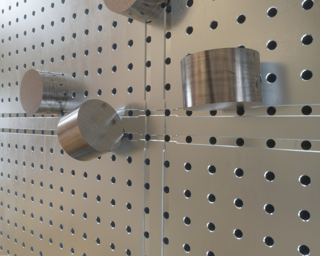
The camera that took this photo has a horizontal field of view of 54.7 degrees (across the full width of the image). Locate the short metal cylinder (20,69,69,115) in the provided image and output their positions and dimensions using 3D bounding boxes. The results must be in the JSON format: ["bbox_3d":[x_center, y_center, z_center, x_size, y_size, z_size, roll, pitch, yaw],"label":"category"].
[{"bbox_3d":[-0.211,-0.064,0.564,0.080,0.050,0.079,0,90,39],"label":"short metal cylinder"}]

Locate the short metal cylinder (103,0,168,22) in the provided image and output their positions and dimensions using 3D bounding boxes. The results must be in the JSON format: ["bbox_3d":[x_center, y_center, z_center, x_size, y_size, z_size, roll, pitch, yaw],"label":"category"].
[{"bbox_3d":[-0.033,-0.190,0.418,0.080,0.050,0.079,0,90,39],"label":"short metal cylinder"}]

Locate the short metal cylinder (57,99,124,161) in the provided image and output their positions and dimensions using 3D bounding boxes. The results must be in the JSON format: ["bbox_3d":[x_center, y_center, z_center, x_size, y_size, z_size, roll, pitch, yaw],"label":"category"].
[{"bbox_3d":[-0.101,0.004,0.454,0.050,0.081,0.080,-24,75,37],"label":"short metal cylinder"}]

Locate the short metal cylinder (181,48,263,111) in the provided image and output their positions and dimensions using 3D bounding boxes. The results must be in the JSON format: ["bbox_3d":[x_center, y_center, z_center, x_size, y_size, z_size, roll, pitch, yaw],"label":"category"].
[{"bbox_3d":[0.063,-0.047,0.320,0.080,0.081,0.050,-5,87,39],"label":"short metal cylinder"}]
